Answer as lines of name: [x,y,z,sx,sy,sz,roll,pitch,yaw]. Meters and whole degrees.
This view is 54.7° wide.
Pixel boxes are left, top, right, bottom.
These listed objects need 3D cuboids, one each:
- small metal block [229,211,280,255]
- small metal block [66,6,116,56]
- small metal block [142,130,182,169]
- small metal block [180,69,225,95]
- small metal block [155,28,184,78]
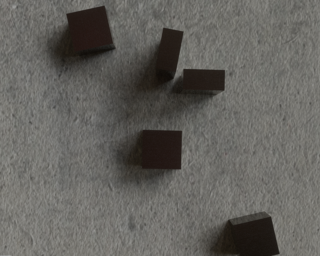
small metal block: [0.125,0.144,0.412,0.050,0.025,0.050,-13,90,-1]
small metal block: [-0.090,-0.127,0.409,0.050,0.025,0.050,-13,90,-1]
small metal block: [0.003,0.028,0.410,0.050,0.025,0.050,2,90,-1]
small metal block: [0.053,-0.058,0.398,0.050,0.050,0.025,2,90,-1]
small metal block: [0.012,-0.094,0.398,0.025,0.050,0.050,11,90,0]
